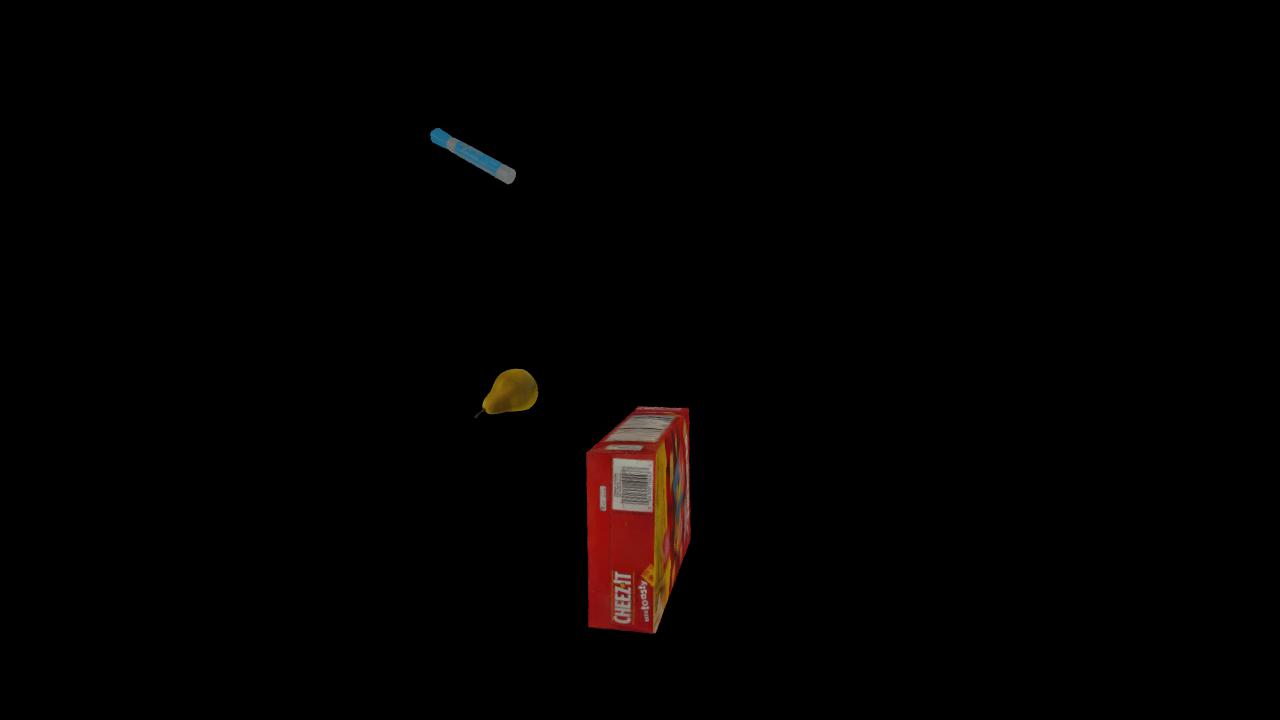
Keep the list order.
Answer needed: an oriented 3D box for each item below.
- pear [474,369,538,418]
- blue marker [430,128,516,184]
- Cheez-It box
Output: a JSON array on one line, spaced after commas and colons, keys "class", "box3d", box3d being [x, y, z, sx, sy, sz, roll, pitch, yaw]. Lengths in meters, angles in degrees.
[{"class": "pear", "box3d": [-0.223, 0.060, 1.010, 0.080, 0.080, 0.111, 0, 22, 38]}, {"class": "blue marker", "box3d": [-0.201, -0.244, 0.732, 0.121, 0.020, 0.020, 31, 8, 13]}, {"class": "Cheez-It box", "box3d": [0.007, 0.146, 0.634, 0.071, 0.166, 0.223, 1, 7, 12]}]
